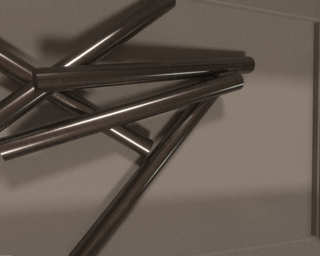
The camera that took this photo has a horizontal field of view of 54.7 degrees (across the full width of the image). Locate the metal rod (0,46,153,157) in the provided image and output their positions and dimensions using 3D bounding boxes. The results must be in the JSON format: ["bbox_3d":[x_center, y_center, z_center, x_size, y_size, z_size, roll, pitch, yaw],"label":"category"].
[{"bbox_3d":[-0.137,-0.051,0.360,0.301,0.025,0.025,33,79,-18],"label":"metal rod"}]

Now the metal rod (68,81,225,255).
[{"bbox_3d":[-0.008,0.048,0.408,0.025,0.025,0.300,43,76,-15],"label":"metal rod"}]

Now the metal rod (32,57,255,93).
[{"bbox_3d":[0.004,-0.070,0.384,0.303,0.025,0.025,-10,94,-31],"label":"metal rod"}]

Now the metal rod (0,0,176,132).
[{"bbox_3d":[-0.090,-0.079,0.357,0.301,0.025,0.025,-43,104,-23],"label":"metal rod"}]

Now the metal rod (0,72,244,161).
[{"bbox_3d":[-0.029,-0.021,0.372,0.302,0.025,0.025,-18,96,-20],"label":"metal rod"}]
